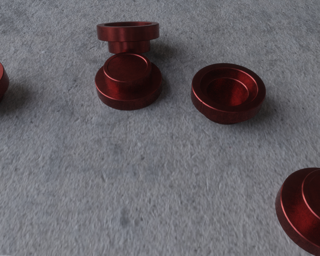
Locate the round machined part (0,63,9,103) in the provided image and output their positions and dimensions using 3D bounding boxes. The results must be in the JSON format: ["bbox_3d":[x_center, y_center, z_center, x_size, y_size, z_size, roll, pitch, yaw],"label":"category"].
[{"bbox_3d":[-0.263,-0.055,0.435,0.099,0.042,0.098,0,50,0],"label":"round machined part"}]

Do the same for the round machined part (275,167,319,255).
[{"bbox_3d":[0.178,0.082,0.326,0.099,0.042,0.098,0,50,0],"label":"round machined part"}]

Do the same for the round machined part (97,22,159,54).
[{"bbox_3d":[-0.050,-0.145,0.497,0.099,0.042,0.098,-1,24,1],"label":"round machined part"}]

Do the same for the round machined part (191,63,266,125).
[{"bbox_3d":[0.092,-0.043,0.430,0.099,0.042,0.098,0,50,0],"label":"round machined part"}]

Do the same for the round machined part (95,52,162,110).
[{"bbox_3d":[-0.046,-0.075,0.455,0.099,0.042,0.098,0,50,0],"label":"round machined part"}]
